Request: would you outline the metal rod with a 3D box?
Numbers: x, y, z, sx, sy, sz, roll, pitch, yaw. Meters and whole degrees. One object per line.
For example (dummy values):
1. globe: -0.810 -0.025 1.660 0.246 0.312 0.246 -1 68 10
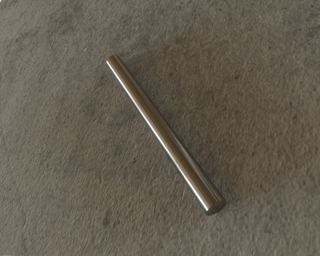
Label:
1. metal rod: -0.009 -0.013 0.414 0.025 0.025 0.300 -37 51 3
